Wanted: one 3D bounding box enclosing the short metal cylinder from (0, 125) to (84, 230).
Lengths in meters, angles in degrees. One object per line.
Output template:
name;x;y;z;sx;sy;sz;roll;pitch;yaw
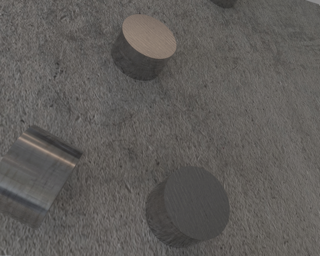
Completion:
short metal cylinder;-0.112;0.044;0.281;0.050;0.080;0.080;31;52;-9

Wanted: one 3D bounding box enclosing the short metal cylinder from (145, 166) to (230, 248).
short metal cylinder;0.030;0.089;0.349;0.081;0.050;0.080;14;56;-21

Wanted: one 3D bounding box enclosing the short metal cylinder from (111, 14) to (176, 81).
short metal cylinder;-0.024;-0.115;0.445;0.081;0.050;0.080;14;56;-21

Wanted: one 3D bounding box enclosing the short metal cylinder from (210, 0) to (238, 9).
short metal cylinder;0.134;-0.296;0.640;0.081;0.050;0.080;14;56;-21
